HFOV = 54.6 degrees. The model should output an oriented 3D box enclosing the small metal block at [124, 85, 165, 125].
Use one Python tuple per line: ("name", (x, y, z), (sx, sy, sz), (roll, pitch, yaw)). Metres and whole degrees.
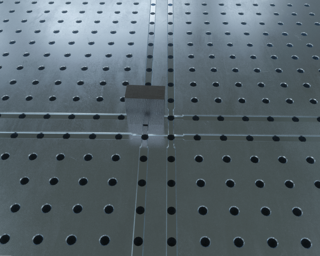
("small metal block", (-0.019, -0.030, 0.417), (0.050, 0.050, 0.025), (2, 50, 2))
